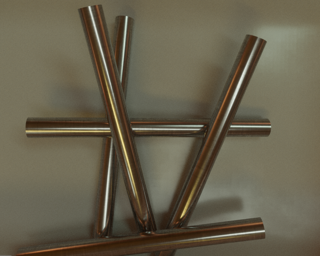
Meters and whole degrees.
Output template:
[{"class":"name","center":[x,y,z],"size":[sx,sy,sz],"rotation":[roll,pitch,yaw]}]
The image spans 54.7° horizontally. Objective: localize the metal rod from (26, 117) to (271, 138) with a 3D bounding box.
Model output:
[{"class":"metal rod","center":[-0.008,0.000,0.392],"size":[0.302,0.025,0.025],"rotation":[0,90,-8]}]

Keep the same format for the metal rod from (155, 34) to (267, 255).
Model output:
[{"class":"metal rod","center":[0.058,0.034,0.383],"size":[0.025,0.025,0.298],"rotation":[21,101,0]}]

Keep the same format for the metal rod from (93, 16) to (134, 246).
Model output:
[{"class":"metal rod","center":[-0.062,0.004,0.410],"size":[0.025,0.025,0.298],"rotation":[6,90,0]}]

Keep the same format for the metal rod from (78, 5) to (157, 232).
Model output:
[{"class":"metal rod","center":[-0.042,0.015,0.364],"size":[0.025,0.025,0.298],"rotation":[-12,109,0]}]

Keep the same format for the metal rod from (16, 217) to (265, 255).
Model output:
[{"class":"metal rod","center":[-0.026,0.142,0.381],"size":[0.302,0.025,0.025],"rotation":[-8,90,4]}]
